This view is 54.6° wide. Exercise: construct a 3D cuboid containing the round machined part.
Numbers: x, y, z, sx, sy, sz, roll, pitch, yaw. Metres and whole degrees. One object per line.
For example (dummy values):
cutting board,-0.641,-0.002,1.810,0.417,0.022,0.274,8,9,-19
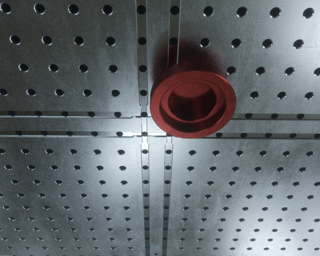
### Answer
round machined part,0.038,-0.037,0.369,0.099,0.042,0.097,0,130,0
